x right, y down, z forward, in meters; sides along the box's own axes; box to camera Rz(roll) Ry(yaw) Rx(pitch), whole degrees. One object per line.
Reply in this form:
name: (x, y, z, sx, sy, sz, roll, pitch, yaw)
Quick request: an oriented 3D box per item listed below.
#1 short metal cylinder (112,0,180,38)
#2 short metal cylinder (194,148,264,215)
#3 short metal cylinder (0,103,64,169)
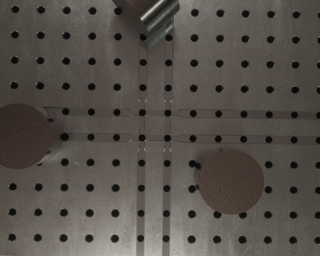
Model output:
short metal cylinder: (-0.021, -0.160, 0.386, 0.050, 0.080, 0.080, -43, 91, 0)
short metal cylinder: (0.087, 0.066, 0.402, 0.081, 0.050, 0.079, 0, 90, -1)
short metal cylinder: (-0.172, 0.010, 0.399, 0.081, 0.050, 0.079, 0, 90, -1)
